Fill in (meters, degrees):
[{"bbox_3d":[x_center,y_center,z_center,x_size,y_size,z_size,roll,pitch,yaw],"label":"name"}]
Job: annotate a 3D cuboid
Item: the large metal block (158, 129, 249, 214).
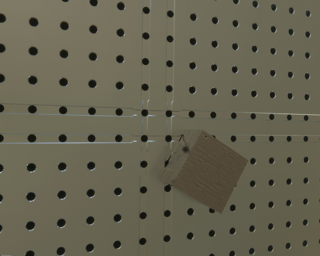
[{"bbox_3d":[0.058,0.057,0.421,0.080,0.050,0.080,33,79,-17],"label":"large metal block"}]
